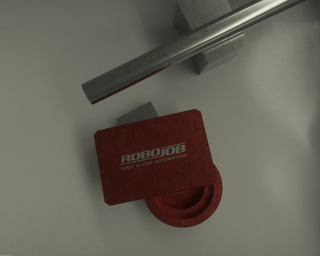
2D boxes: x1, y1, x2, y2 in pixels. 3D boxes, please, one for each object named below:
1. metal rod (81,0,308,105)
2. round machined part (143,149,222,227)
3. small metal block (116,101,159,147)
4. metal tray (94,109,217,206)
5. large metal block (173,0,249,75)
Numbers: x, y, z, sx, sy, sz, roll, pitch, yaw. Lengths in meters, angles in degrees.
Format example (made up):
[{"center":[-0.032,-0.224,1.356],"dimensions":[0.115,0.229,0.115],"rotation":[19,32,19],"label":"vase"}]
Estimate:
[{"center":[0.058,-0.102,0.332],"dimensions":[0.301,0.025,0.025],"rotation":[-26,90,-1],"label":"metal rod"},{"center":[0.028,0.075,0.403],"dimensions":[0.099,0.042,0.097],"rotation":[0,90,-1],"label":"round machined part"},{"center":[-0.023,-0.001,0.411],"dimensions":[0.050,0.025,0.050],"rotation":[-28,90,-1],"label":"small metal block"},{"center":[-0.006,0.036,0.373],"dimensions":[0.131,0.030,0.090],"rotation":[-12,79,3],"label":"metal tray"},{"center":[0.058,-0.118,0.385],"dimensions":[0.050,0.080,0.080],"rotation":[-26,90,0],"label":"large metal block"}]
